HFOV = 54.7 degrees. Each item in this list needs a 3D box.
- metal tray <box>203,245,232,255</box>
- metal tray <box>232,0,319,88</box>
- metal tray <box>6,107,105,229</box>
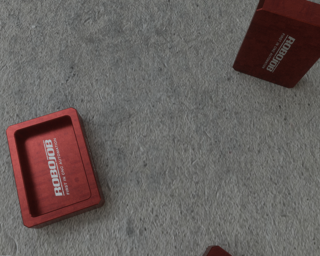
[{"bbox_3d":[0.059,0.206,0.330,0.090,0.030,0.130,35,73,11],"label":"metal tray"},{"bbox_3d":[0.152,-0.105,0.392,0.090,0.130,0.030,20,72,7],"label":"metal tray"},{"bbox_3d":[-0.131,0.047,0.386,0.091,0.030,0.130,-18,71,-7],"label":"metal tray"}]
